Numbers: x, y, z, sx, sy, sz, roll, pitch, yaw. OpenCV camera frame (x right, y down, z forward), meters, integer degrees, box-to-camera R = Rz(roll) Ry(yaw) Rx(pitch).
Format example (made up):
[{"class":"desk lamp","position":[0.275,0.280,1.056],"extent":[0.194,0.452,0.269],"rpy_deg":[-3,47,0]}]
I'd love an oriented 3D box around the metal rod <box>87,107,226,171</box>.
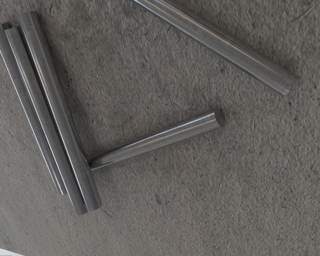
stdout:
[{"class":"metal rod","position":[-0.043,0.031,0.448],"extent":[0.299,0.025,0.025],"rpy_deg":[-21,107,36]}]

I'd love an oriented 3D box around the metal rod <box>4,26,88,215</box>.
[{"class":"metal rod","position":[-0.166,0.000,0.472],"extent":[0.025,0.025,0.298],"rpy_deg":[-5,110,30]}]

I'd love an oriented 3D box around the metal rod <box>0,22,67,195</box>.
[{"class":"metal rod","position":[-0.202,-0.016,0.503],"extent":[0.025,0.025,0.298],"rpy_deg":[3,120,26]}]

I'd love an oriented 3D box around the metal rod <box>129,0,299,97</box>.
[{"class":"metal rod","position":[0.007,-0.125,0.325],"extent":[0.301,0.025,0.025],"rpy_deg":[34,129,5]}]

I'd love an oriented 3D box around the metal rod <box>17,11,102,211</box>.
[{"class":"metal rod","position":[-0.140,-0.013,0.451],"extent":[0.025,0.025,0.298],"rpy_deg":[-4,110,30]}]
